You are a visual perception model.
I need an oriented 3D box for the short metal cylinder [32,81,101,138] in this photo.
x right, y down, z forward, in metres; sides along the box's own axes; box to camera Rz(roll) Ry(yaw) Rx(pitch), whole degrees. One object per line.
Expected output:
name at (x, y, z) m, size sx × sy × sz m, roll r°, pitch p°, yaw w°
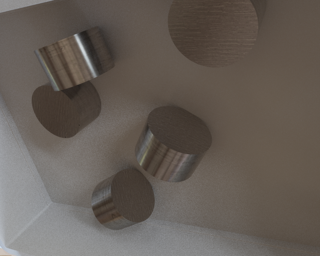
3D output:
short metal cylinder at (-0.132, -0.032, 0.440) m, size 0.080 × 0.050 × 0.079 m, roll 13°, pitch 124°, yaw 20°

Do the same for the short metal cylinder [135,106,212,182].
short metal cylinder at (0.015, 0.018, 0.375) m, size 0.080 × 0.080 × 0.050 m, roll 31°, pitch 128°, yaw 8°

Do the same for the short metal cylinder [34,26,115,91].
short metal cylinder at (-0.101, -0.084, 0.373) m, size 0.080 × 0.080 × 0.050 m, roll -9°, pitch 114°, yaw 31°

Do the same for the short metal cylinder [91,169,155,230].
short metal cylinder at (-0.055, 0.108, 0.467) m, size 0.050 × 0.080 × 0.080 m, roll -32°, pitch 101°, yaw 38°

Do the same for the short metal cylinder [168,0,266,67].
short metal cylinder at (0.054, -0.104, 0.289) m, size 0.080 × 0.050 × 0.079 m, roll 15°, pitch 136°, yaw 15°
